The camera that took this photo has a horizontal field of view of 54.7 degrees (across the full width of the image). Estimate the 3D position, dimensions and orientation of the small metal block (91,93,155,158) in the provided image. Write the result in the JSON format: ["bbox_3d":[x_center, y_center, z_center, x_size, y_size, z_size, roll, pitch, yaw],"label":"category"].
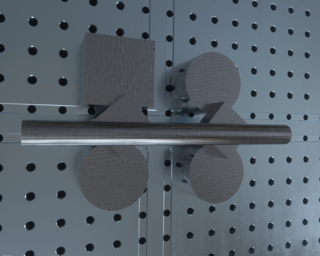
[{"bbox_3d":[-0.043,-0.003,0.344,0.050,0.025,0.050,-42,103,-15],"label":"small metal block"}]

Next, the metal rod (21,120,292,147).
[{"bbox_3d":[0.015,0.006,0.338,0.302,0.025,0.025,1,90,-20],"label":"metal rod"}]

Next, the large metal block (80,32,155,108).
[{"bbox_3d":[-0.053,-0.065,0.379,0.081,0.050,0.080,1,90,-20],"label":"large metal block"}]

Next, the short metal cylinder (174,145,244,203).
[{"bbox_3d":[0.066,0.057,0.424,0.081,0.050,0.080,0,90,-20],"label":"short metal cylinder"}]

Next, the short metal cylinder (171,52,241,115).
[{"bbox_3d":[0.061,-0.058,0.422,0.081,0.050,0.080,0,90,-20],"label":"short metal cylinder"}]

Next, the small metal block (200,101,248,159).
[{"bbox_3d":[0.077,0.003,0.388,0.050,0.025,0.050,42,77,-15],"label":"small metal block"}]

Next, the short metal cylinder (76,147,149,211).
[{"bbox_3d":[-0.060,0.054,0.376,0.081,0.050,0.080,0,90,-20],"label":"short metal cylinder"}]
